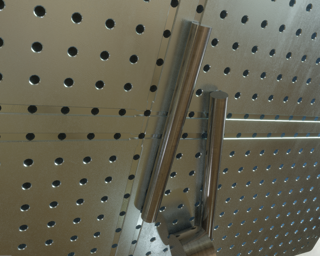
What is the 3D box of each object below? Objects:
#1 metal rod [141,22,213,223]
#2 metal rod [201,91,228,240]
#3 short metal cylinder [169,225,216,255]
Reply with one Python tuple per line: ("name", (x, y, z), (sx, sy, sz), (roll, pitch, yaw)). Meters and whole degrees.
("metal rod", (0.016, 0.010, 0.425), (0.025, 0.025, 0.298), (0, 119, -29))
("metal rod", (0.084, 0.080, 0.506), (0.025, 0.025, 0.298), (-15, 125, -20))
("short metal cylinder", (0.056, 0.217, 0.541), (0.050, 0.080, 0.079), (-13, 124, -21))
